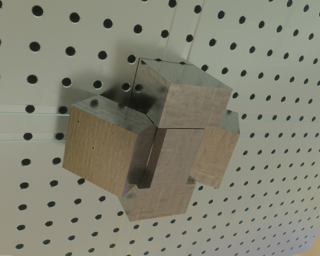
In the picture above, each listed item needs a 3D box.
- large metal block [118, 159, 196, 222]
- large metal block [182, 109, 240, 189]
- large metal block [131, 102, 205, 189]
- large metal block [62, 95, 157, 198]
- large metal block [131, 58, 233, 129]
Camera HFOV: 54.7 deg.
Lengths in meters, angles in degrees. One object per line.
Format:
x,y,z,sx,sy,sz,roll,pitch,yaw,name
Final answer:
-0.012,0.073,0.414,0.081,0.080,0.050,1,118,-29,large metal block
0.068,0.021,0.416,0.050,0.080,0.079,17,114,5,large metal block
0.003,0.017,0.388,0.050,0.080,0.079,1,118,-29,large metal block
-0.057,0.018,0.349,0.050,0.080,0.079,-36,146,-60,large metal block
0.022,-0.041,0.363,0.081,0.080,0.050,1,118,-29,large metal block
